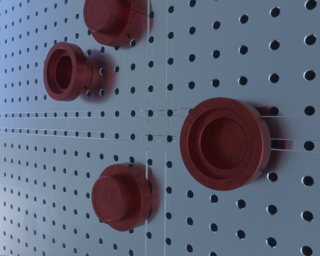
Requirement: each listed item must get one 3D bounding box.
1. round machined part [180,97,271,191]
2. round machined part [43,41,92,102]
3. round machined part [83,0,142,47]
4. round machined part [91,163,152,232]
[{"bbox_3d":[0.073,0.017,0.339,0.098,0.042,0.097,0,90,40],"label":"round machined part"},{"bbox_3d":[-0.153,-0.094,0.526,0.098,0.042,0.097,0,90,40],"label":"round machined part"},{"bbox_3d":[-0.077,-0.174,0.464,0.098,0.042,0.097,0,90,40],"label":"round machined part"},{"bbox_3d":[-0.062,0.101,0.451,0.098,0.042,0.097,0,90,40],"label":"round machined part"}]
